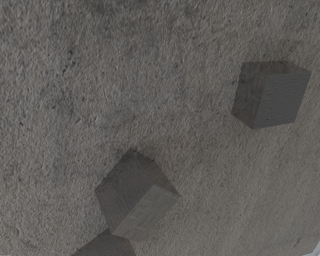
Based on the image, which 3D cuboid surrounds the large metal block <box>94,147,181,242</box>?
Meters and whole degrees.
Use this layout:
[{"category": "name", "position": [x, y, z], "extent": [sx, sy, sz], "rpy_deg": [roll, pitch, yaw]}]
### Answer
[{"category": "large metal block", "position": [-0.032, 0.086, 0.407], "extent": [0.050, 0.080, 0.080], "rpy_deg": [33, 100, -38]}]

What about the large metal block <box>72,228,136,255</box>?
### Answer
[{"category": "large metal block", "position": [-0.078, 0.207, 0.456], "extent": [0.080, 0.080, 0.050], "rpy_deg": [-37, 129, -4]}]

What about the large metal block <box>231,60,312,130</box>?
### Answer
[{"category": "large metal block", "position": [0.158, -0.049, 0.446], "extent": [0.081, 0.050, 0.079], "rpy_deg": [-8, 122, -24]}]
